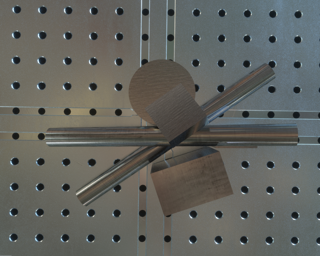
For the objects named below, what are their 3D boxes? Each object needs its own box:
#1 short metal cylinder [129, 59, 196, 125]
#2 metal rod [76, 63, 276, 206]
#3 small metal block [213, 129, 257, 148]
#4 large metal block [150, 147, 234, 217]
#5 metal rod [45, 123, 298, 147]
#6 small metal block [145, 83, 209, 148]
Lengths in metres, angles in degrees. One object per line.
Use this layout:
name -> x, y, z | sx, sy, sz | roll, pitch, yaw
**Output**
short metal cylinder -> 0.003, -0.043, 0.397 | 0.081, 0.050, 0.079 | 0, 89, 0
metal rod -> 0.021, 0.009, 0.411 | 0.301, 0.025, 0.025 | -34, 90, 0
small metal block -> 0.093, 0.012, 0.398 | 0.050, 0.050, 0.025 | 0, 90, 1
large metal block -> 0.035, 0.061, 0.382 | 0.080, 0.080, 0.050 | -18, 90, 0
metal rod -> 0.003, 0.010, 0.375 | 0.301, 0.025, 0.025 | -1, 90, 13
small metal block -> 0.019, -0.014, 0.352 | 0.050, 0.025, 0.050 | -35, 68, 0
